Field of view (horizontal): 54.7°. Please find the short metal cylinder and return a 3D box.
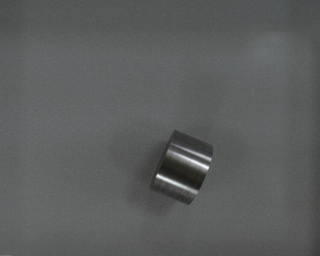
[{"bbox_3d":[0.026,0.048,0.384,0.050,0.080,0.080,23,90,0],"label":"short metal cylinder"}]
